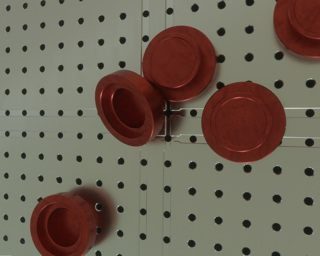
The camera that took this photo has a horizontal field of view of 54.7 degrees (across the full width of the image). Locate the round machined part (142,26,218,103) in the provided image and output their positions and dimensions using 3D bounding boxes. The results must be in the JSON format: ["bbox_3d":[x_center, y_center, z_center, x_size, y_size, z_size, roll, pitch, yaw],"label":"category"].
[{"bbox_3d":[0.022,-0.082,0.395,0.098,0.042,0.097,0,90,19],"label":"round machined part"}]

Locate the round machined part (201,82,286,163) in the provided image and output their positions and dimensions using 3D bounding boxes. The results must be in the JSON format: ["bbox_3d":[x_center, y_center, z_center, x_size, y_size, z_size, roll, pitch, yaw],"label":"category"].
[{"bbox_3d":[0.098,-0.007,0.369,0.098,0.042,0.097,0,90,19],"label":"round machined part"}]

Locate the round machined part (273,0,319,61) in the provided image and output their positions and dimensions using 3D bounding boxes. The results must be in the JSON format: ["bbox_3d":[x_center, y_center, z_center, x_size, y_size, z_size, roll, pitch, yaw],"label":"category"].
[{"bbox_3d":[0.177,-0.127,0.341,0.098,0.042,0.097,0,90,19],"label":"round machined part"}]

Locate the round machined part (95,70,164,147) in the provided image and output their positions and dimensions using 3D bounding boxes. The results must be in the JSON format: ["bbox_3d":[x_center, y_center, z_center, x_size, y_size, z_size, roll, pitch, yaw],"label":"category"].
[{"bbox_3d":[-0.034,-0.028,0.399,0.098,0.042,0.097,22,128,31],"label":"round machined part"}]

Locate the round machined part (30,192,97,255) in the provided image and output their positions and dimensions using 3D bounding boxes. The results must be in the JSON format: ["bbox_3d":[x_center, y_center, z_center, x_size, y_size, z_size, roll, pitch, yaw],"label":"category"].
[{"bbox_3d":[-0.134,0.141,0.449,0.098,0.042,0.097,0,90,19],"label":"round machined part"}]
